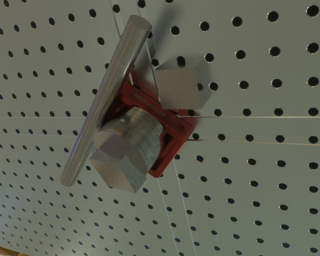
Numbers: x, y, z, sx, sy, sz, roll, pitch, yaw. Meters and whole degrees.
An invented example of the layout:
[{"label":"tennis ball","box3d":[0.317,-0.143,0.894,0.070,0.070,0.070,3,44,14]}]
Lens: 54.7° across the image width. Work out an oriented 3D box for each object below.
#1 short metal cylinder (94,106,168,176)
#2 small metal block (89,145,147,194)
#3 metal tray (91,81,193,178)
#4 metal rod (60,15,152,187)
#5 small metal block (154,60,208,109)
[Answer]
[{"label":"short metal cylinder","box3d":[-0.037,0.018,0.397,0.080,0.050,0.080,23,142,20]},{"label":"small metal block","box3d":[-0.051,0.050,0.379,0.050,0.025,0.050,5,133,38]},{"label":"metal tray","box3d":[-0.032,0.000,0.424,0.130,0.030,0.089,35,129,4]},{"label":"metal rod","box3d":[-0.085,-0.012,0.408,0.025,0.025,0.298,37,129,3]},{"label":"small metal block","box3d":[0.026,-0.050,0.367,0.050,0.025,0.050,1,119,27]}]
